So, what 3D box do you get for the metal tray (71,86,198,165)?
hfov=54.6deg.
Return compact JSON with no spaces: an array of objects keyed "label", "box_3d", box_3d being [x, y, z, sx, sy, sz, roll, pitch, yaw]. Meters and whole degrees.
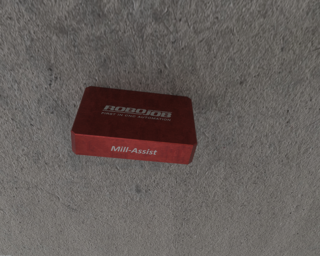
[{"label":"metal tray","box_3d":[-0.027,-0.006,0.359,0.131,0.090,0.030,6,130,-5]}]
